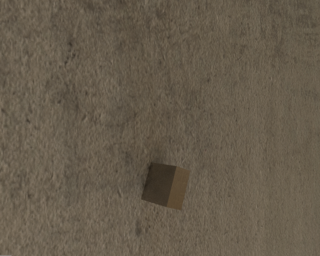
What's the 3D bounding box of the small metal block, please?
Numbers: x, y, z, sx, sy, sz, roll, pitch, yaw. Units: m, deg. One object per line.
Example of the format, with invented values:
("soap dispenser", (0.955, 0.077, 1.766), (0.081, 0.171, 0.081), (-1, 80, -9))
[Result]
("small metal block", (0.007, 0.074, 0.396), (0.025, 0.050, 0.050), (24, 75, -38))
